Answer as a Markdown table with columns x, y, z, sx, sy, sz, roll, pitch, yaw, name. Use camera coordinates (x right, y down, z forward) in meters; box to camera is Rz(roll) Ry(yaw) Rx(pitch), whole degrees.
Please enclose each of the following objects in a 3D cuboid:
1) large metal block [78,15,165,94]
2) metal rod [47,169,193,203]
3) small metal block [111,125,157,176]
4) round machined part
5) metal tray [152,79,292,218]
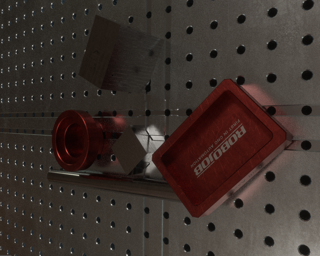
| x | y | z | sx | sy | sz | roll | pitch | yaw | name |
| --- | --- | --- | --- | --- | --- | --- | --- | --- | --- |
| -0.051 | -0.095 | 0.413 | 0.050 | 0.081 | 0.079 | 33 | 110 | 35 | large metal block |
| -0.079 | 0.084 | 0.471 | 0.300 | 0.025 | 0.025 | -2 | 89 | 39 | metal rod |
| -0.036 | 0.031 | 0.437 | 0.050 | 0.025 | 0.050 | -49 | 62 | 28 | small metal block |
| -0.130 | 0.020 | 0.502 | 0.098 | 0.042 | 0.097 | 0 | 90 | 39 | round machined part |
| 0.062 | 0.023 | 0.339 | 0.130 | 0.030 | 0.090 | -47 | 62 | 18 | metal tray |
